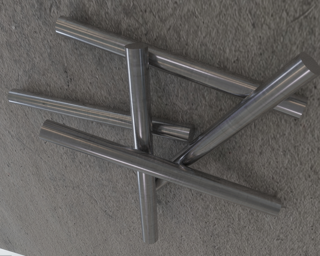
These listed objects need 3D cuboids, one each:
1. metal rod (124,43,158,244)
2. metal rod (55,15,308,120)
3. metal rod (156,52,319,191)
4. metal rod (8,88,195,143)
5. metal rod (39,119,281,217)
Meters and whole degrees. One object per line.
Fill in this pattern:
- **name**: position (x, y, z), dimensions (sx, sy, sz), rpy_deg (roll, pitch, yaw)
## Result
- **metal rod**: position (-0.020, 0.041, 0.406), dimensions (0.025, 0.025, 0.298), rpy_deg (11, 123, 22)
- **metal rod**: position (0.011, -0.075, 0.354), dimensions (0.301, 0.025, 0.025), rpy_deg (22, 127, 14)
- **metal rod**: position (0.054, 0.019, 0.369), dimensions (0.025, 0.025, 0.298), rpy_deg (43, 136, -2)
- **metal rod**: position (-0.097, -0.022, 0.444), dimensions (0.301, 0.025, 0.025), rpy_deg (12, 124, 21)
- **metal rod**: position (0.005, 0.051, 0.379), dimensions (0.302, 0.025, 0.025), rpy_deg (19, 128, -5)
